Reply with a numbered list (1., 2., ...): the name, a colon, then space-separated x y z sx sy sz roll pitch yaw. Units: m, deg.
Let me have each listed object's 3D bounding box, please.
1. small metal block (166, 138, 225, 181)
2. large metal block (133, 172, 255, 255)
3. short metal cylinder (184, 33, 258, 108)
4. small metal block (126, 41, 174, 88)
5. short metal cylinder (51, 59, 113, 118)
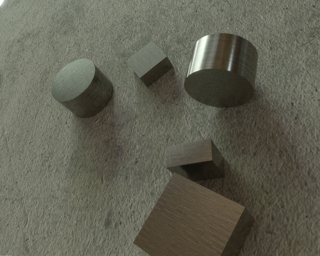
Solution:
1. small metal block: 0.040 0.038 0.344 0.050 0.050 0.025 -12 57 21
2. large metal block: 0.035 0.102 0.307 0.080 0.050 0.080 22 73 36
3. short metal cylinder: 0.073 -0.066 0.371 0.080 0.080 0.050 0 62 28
4. small metal block: -0.016 -0.097 0.472 0.050 0.025 0.050 -39 51 2
5. short metal cylinder: -0.122 -0.062 0.490 0.080 0.050 0.080 -13 56 21
